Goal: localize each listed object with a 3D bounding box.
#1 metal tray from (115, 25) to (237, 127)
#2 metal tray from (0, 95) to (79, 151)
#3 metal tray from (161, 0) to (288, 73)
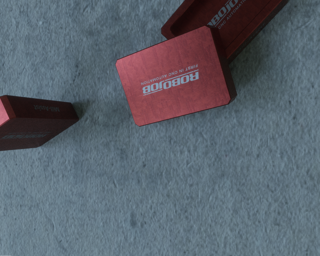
[{"bbox_3d":[0.017,-0.060,0.378,0.130,0.030,0.089,-14,98,29],"label":"metal tray"},{"bbox_3d":[-0.184,-0.003,0.416,0.090,0.130,0.030,-31,80,17],"label":"metal tray"},{"bbox_3d":[0.076,-0.137,0.378,0.090,0.030,0.130,46,104,14],"label":"metal tray"}]
